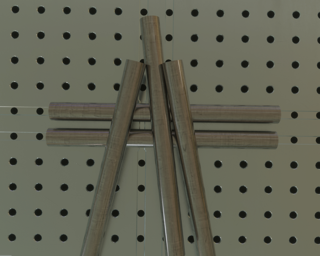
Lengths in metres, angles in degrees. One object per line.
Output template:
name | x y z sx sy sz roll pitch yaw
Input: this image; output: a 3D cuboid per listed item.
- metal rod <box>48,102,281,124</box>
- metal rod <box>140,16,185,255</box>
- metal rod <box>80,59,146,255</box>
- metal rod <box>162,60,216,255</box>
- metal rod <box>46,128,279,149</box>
metal rod | 0.007 -0.020 0.414 0.302 0.025 0.025 1 90 -1
metal rod | 0.003 0.012 0.389 0.025 0.025 0.298 -6 90 0
metal rod | -0.066 0.063 0.394 0.025 0.025 0.298 14 97 -1
metal rod | 0.042 0.065 0.395 0.025 0.025 0.298 -11 97 0
metal rod | 0.003 0.014 0.414 0.302 0.025 0.025 1 90 -1
